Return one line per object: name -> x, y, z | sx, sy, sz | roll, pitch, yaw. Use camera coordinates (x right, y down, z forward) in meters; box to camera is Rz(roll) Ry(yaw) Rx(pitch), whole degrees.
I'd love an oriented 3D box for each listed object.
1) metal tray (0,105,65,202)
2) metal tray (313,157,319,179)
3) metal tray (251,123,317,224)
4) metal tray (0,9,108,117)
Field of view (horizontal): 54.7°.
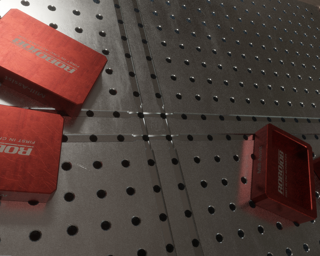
metal tray -> -0.167, 0.021, 0.303 | 0.131, 0.030, 0.090 | 10, 57, -23
metal tray -> 0.331, 0.075, 0.540 | 0.131, 0.030, 0.090 | -16, 70, -35
metal tray -> 0.187, 0.066, 0.468 | 0.090, 0.030, 0.130 | 26, 52, -13
metal tray -> -0.141, -0.080, 0.378 | 0.131, 0.030, 0.090 | 27, 52, -12
